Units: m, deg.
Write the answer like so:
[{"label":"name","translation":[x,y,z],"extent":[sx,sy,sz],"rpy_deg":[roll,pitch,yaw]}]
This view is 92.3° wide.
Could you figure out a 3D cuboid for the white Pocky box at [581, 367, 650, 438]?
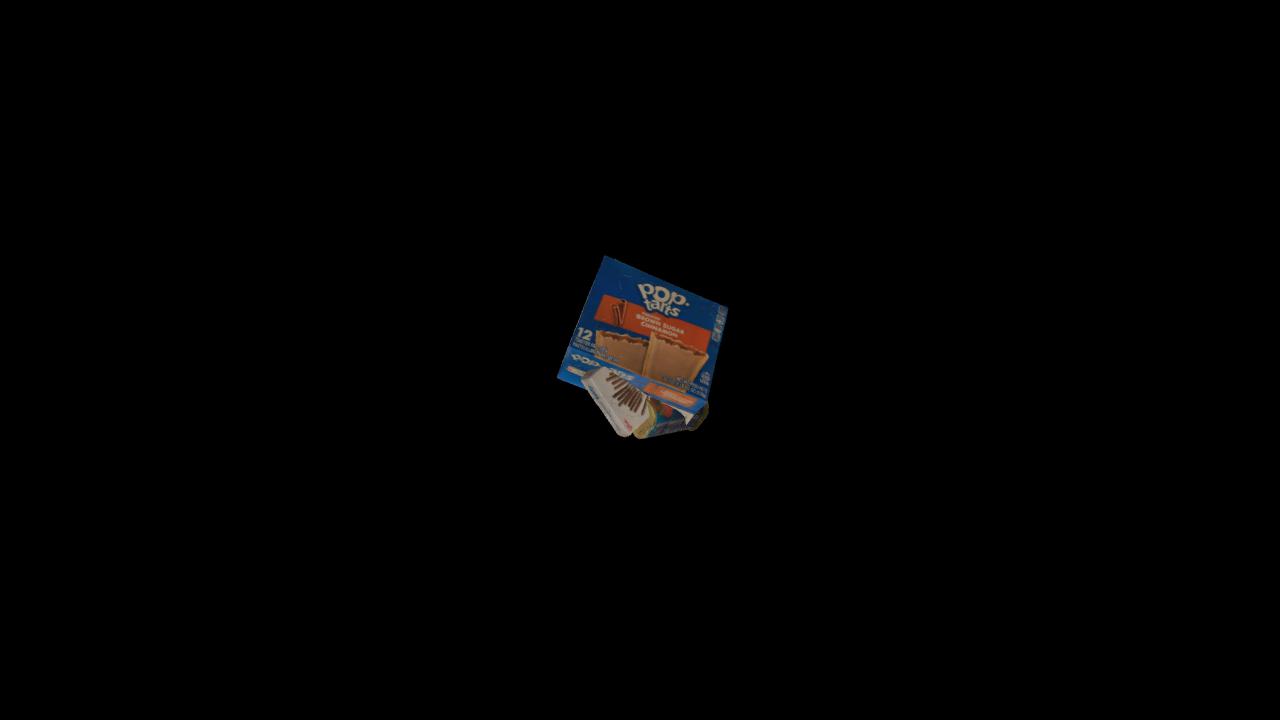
[{"label":"white Pocky box","translation":[0.010,0.009,0.716],"extent":[0.154,0.084,0.028],"rpy_deg":[-41,15,-29]}]

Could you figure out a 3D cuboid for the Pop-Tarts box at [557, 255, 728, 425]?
[{"label":"Pop-Tarts box","translation":[0.006,-0.021,0.735],"extent":[0.167,0.141,0.083],"rpy_deg":[23,-33,-8]}]

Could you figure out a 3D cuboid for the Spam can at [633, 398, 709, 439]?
[{"label":"Spam can","translation":[0.020,0.042,0.745],"extent":[0.085,0.101,0.058],"rpy_deg":[-6,-39,-37]}]
